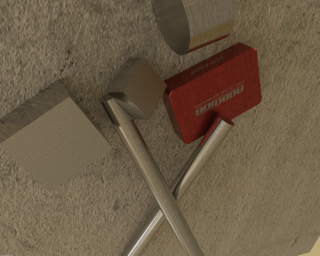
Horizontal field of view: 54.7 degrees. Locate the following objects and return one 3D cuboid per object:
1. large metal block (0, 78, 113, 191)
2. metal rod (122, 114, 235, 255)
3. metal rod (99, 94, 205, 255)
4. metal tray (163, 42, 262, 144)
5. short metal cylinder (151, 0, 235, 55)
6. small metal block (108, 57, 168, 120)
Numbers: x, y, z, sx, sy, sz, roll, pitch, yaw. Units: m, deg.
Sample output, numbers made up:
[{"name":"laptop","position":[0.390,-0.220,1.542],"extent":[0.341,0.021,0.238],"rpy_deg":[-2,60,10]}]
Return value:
[{"name":"large metal block","position":[-0.112,0.007,0.335],"extent":[0.080,0.050,0.080],"rpy_deg":[-36,130,-5]},{"name":"metal rod","position":[0.015,0.107,0.461],"extent":[0.025,0.025,0.298],"rpy_deg":[15,117,-35]},{"name":"metal rod","position":[0.001,0.085,0.420],"extent":[0.025,0.025,0.299],"rpy_deg":[-30,116,-9]},{"name":"metal tray","position":[0.072,-0.046,0.417],"extent":[0.131,0.030,0.090],"rpy_deg":[-29,129,-10]},{"name":"short metal cylinder","position":[0.031,-0.121,0.315],"extent":[0.050,0.080,0.080],"rpy_deg":[-25,128,-13]},{"name":"small metal block","position":[-0.024,-0.044,0.353],"extent":[0.050,0.025,0.050],"rpy_deg":[46,60,-40]}]
